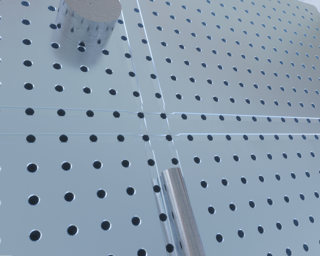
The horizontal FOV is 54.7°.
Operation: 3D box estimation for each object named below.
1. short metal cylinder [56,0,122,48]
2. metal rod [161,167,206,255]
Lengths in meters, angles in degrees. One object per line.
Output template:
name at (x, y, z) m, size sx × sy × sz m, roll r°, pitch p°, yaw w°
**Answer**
short metal cylinder at (-0.101, -0.161, 0.437) m, size 0.081 × 0.050 × 0.080 m, roll 14°, pitch 56°, yaw -21°
metal rod at (0.050, 0.185, 0.323) m, size 0.025 × 0.025 × 0.299 m, roll -1°, pitch 62°, yaw -29°
